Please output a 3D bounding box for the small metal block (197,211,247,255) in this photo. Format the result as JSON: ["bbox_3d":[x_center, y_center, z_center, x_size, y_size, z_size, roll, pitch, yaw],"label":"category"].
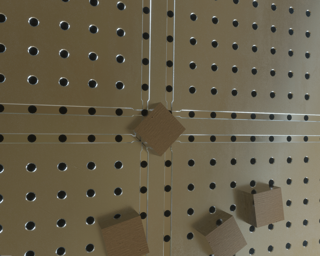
[{"bbox_3d":[0.089,0.157,0.445,0.050,0.025,0.050,-30,100,-17],"label":"small metal block"}]

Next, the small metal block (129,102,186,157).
[{"bbox_3d":[-0.003,0.002,0.411,0.050,0.025,0.050,46,76,-14],"label":"small metal block"}]

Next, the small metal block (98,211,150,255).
[{"bbox_3d":[-0.046,0.140,0.396,0.050,0.025,0.050,-15,95,-19],"label":"small metal block"}]

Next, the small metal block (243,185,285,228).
[{"bbox_3d":[0.158,0.118,0.470,0.050,0.025,0.050,-8,93,-20],"label":"small metal block"}]
